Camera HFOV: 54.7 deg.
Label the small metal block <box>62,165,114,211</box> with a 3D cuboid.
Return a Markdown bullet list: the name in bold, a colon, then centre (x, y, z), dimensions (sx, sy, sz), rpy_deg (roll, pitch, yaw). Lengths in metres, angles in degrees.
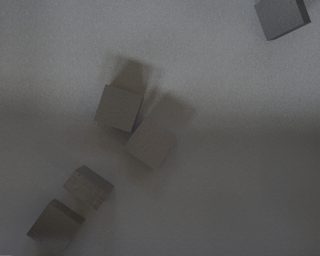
- **small metal block**: centre (-0.090, 0.075, 0.398), dimensions (0.050, 0.050, 0.025), rpy_deg (35, 90, -1)

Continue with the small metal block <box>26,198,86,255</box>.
- **small metal block**: centre (-0.137, 0.131, 0.410), dimensions (0.050, 0.025, 0.050), rpy_deg (35, 90, -1)

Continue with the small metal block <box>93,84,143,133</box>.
- **small metal block**: centre (-0.054, -0.025, 0.411), dimensions (0.050, 0.025, 0.050), rpy_deg (18, 90, -1)

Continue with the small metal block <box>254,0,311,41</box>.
- **small metal block**: centre (0.157, -0.147, 0.399), dimensions (0.025, 0.050, 0.050), rpy_deg (-21, 91, -43)

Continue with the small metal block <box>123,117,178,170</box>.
- **small metal block**: centre (-0.012, 0.020, 0.411), dimensions (0.050, 0.025, 0.050), rpy_deg (35, 90, -1)
